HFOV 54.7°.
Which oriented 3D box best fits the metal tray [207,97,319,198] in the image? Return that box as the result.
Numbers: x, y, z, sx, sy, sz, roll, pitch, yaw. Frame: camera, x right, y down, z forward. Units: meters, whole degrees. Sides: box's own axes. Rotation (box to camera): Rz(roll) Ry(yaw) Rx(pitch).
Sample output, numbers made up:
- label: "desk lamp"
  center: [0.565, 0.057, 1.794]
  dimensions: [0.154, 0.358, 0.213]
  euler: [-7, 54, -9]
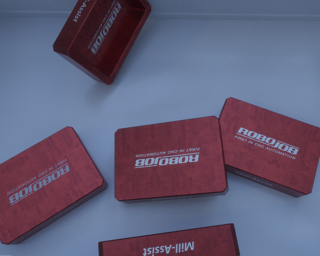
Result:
- label: "metal tray"
  center: [0.133, 0.024, 0.399]
  dimensions: [0.131, 0.030, 0.090]
  euler: [20, 71, 7]

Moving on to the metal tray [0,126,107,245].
- label: "metal tray"
  center: [-0.143, 0.068, 0.381]
  dimensions: [0.131, 0.030, 0.090]
  euler: [-31, 73, -11]

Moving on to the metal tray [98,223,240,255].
- label: "metal tray"
  center: [0.008, 0.127, 0.328]
  dimensions: [0.131, 0.090, 0.030]
  euler: [-7, 71, -3]

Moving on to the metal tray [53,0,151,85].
- label: "metal tray"
  center: [-0.070, -0.133, 0.407]
  dimensions: [0.030, 0.090, 0.130]
  euler: [23, 83, 32]

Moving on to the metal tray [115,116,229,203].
- label: "metal tray"
  center: [0.012, 0.040, 0.375]
  dimensions: [0.130, 0.030, 0.090]
  euler: [-8, 70, 12]
